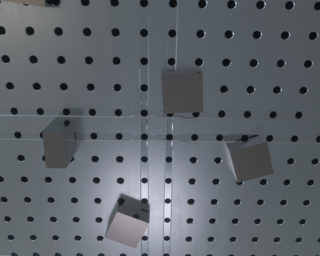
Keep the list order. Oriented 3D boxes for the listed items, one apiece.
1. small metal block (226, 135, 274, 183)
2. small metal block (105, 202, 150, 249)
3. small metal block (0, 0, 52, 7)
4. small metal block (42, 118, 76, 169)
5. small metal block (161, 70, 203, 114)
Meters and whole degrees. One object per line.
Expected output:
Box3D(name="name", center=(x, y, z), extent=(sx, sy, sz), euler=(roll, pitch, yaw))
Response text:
Box3D(name="small metal block", center=(0.124, 0.043, 0.430), extent=(0.050, 0.025, 0.050), euler=(-16, 109, 6))
Box3D(name="small metal block", center=(-0.049, 0.147, 0.467), extent=(0.050, 0.025, 0.050), euler=(23, 108, -8))
Box3D(name="small metal block", center=(-0.151, -0.167, 0.351), extent=(0.050, 0.025, 0.050), euler=(7, 110, -3))
Box3D(name="small metal block", center=(-0.130, 0.019, 0.406), extent=(0.025, 0.050, 0.050), euler=(2, 110, -1))
Box3D(name="small metal block", center=(0.028, -0.047, 0.396), extent=(0.050, 0.025, 0.050), euler=(-3, 110, 1))
